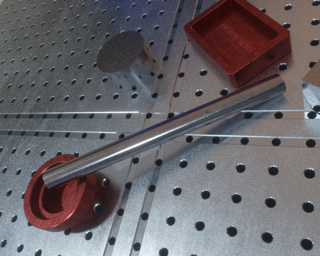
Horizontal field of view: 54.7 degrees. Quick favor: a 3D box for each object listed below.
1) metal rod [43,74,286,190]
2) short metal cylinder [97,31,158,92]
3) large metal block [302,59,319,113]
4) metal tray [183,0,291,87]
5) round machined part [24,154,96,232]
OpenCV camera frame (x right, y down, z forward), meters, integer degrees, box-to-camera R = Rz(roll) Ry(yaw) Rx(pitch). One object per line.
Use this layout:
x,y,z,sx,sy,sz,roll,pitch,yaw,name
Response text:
0.004,0.005,0.371,0.301,0.025,0.025,-23,53,2,metal rod
-0.049,-0.102,0.479,0.080,0.050,0.080,-13,56,20,short metal cylinder
0.206,-0.047,0.313,0.080,0.050,0.080,-48,52,-6,large metal block
0.102,-0.125,0.427,0.090,0.030,0.130,-35,51,4,metal tray
-0.125,0.087,0.408,0.098,0.042,0.098,-13,56,20,round machined part
